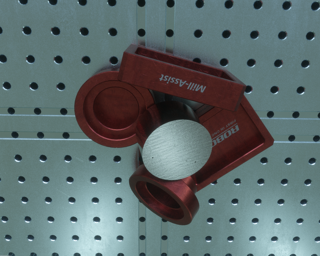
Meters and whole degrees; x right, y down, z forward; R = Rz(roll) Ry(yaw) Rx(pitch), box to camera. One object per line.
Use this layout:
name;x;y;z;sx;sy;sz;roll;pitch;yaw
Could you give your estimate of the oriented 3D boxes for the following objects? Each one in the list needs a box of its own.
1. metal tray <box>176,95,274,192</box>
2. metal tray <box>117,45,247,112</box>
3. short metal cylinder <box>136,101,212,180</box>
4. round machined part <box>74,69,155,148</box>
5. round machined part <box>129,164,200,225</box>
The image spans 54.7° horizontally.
metal tray;0.072;0.017;0.417;0.130;0.030;0.090;-35;107;11
metal tray;0.023;-0.061;0.356;0.131;0.090;0.030;14;110;-6
short metal cylinder;0.015;0.014;0.366;0.081;0.050;0.079;-6;120;-11
round machined part;-0.054;-0.027;0.394;0.099;0.042;0.097;0;110;-1
round machined part;0.010;0.082;0.416;0.098;0.042;0.097;26;145;20
